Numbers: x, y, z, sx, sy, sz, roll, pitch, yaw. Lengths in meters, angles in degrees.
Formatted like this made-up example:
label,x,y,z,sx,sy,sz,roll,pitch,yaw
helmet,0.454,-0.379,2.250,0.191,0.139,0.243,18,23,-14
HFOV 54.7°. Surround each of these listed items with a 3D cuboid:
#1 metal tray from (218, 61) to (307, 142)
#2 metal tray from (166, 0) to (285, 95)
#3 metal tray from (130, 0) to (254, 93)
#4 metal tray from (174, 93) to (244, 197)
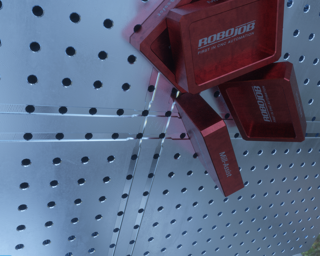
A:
label,x,y,z,sx,sy,sz,roll,pitch,yaw
metal tray,0.145,-0.030,0.430,0.130,0.090,0.030,53,49,-41
metal tray,0.077,-0.102,0.349,0.131,0.030,0.089,-23,127,-15
metal tray,0.041,-0.116,0.360,0.130,0.030,0.090,-46,130,4
metal tray,0.067,0.021,0.419,0.030,0.090,0.130,-28,129,-3
